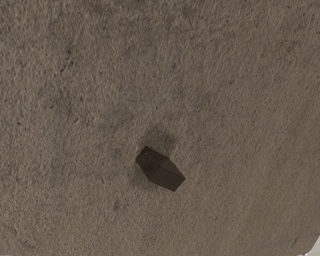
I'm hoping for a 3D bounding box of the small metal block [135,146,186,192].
[{"bbox_3d":[0.000,0.057,0.427,0.050,0.050,0.025,32,101,-39],"label":"small metal block"}]
